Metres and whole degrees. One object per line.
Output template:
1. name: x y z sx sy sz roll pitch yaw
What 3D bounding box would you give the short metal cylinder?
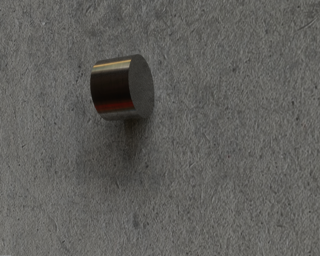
1. short metal cylinder: -0.045 -0.050 0.396 0.050 0.080 0.080 -5 89 20
